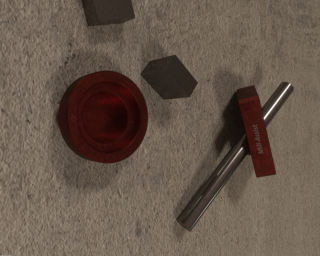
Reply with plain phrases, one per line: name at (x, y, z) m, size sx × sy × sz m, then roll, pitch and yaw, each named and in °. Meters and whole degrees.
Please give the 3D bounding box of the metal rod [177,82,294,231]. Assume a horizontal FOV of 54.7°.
metal rod at (0.128, 0.033, 0.489) m, size 0.301 × 0.025 × 0.025 m, roll -48°, pitch 119°, yaw -21°

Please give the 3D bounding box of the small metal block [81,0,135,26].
small metal block at (-0.061, -0.147, 0.355) m, size 0.050 × 0.025 × 0.050 m, roll -21°, pitch 104°, yaw -38°

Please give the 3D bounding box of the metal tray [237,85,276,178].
metal tray at (0.156, 0.003, 0.504) m, size 0.090 × 0.030 × 0.129 m, roll -57°, pitch 132°, yaw -68°

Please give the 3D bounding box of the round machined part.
round machined part at (-0.065, -0.012, 0.341) m, size 0.099 × 0.042 × 0.097 m, roll 0°, pitch 90°, yaw -40°

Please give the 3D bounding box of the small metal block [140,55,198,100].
small metal block at (0.012, -0.064, 0.400) m, size 0.050 × 0.050 × 0.025 m, roll 45°, pitch 63°, yaw -31°
